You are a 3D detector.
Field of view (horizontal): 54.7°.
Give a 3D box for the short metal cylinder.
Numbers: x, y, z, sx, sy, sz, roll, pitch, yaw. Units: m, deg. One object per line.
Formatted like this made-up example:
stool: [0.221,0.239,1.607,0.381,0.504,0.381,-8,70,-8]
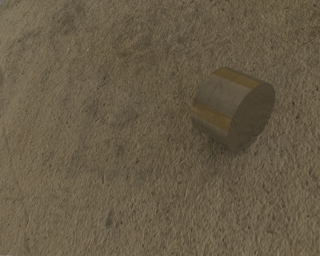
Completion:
short metal cylinder: [0.080,-0.021,0.339,0.050,0.080,0.080,34,81,38]
